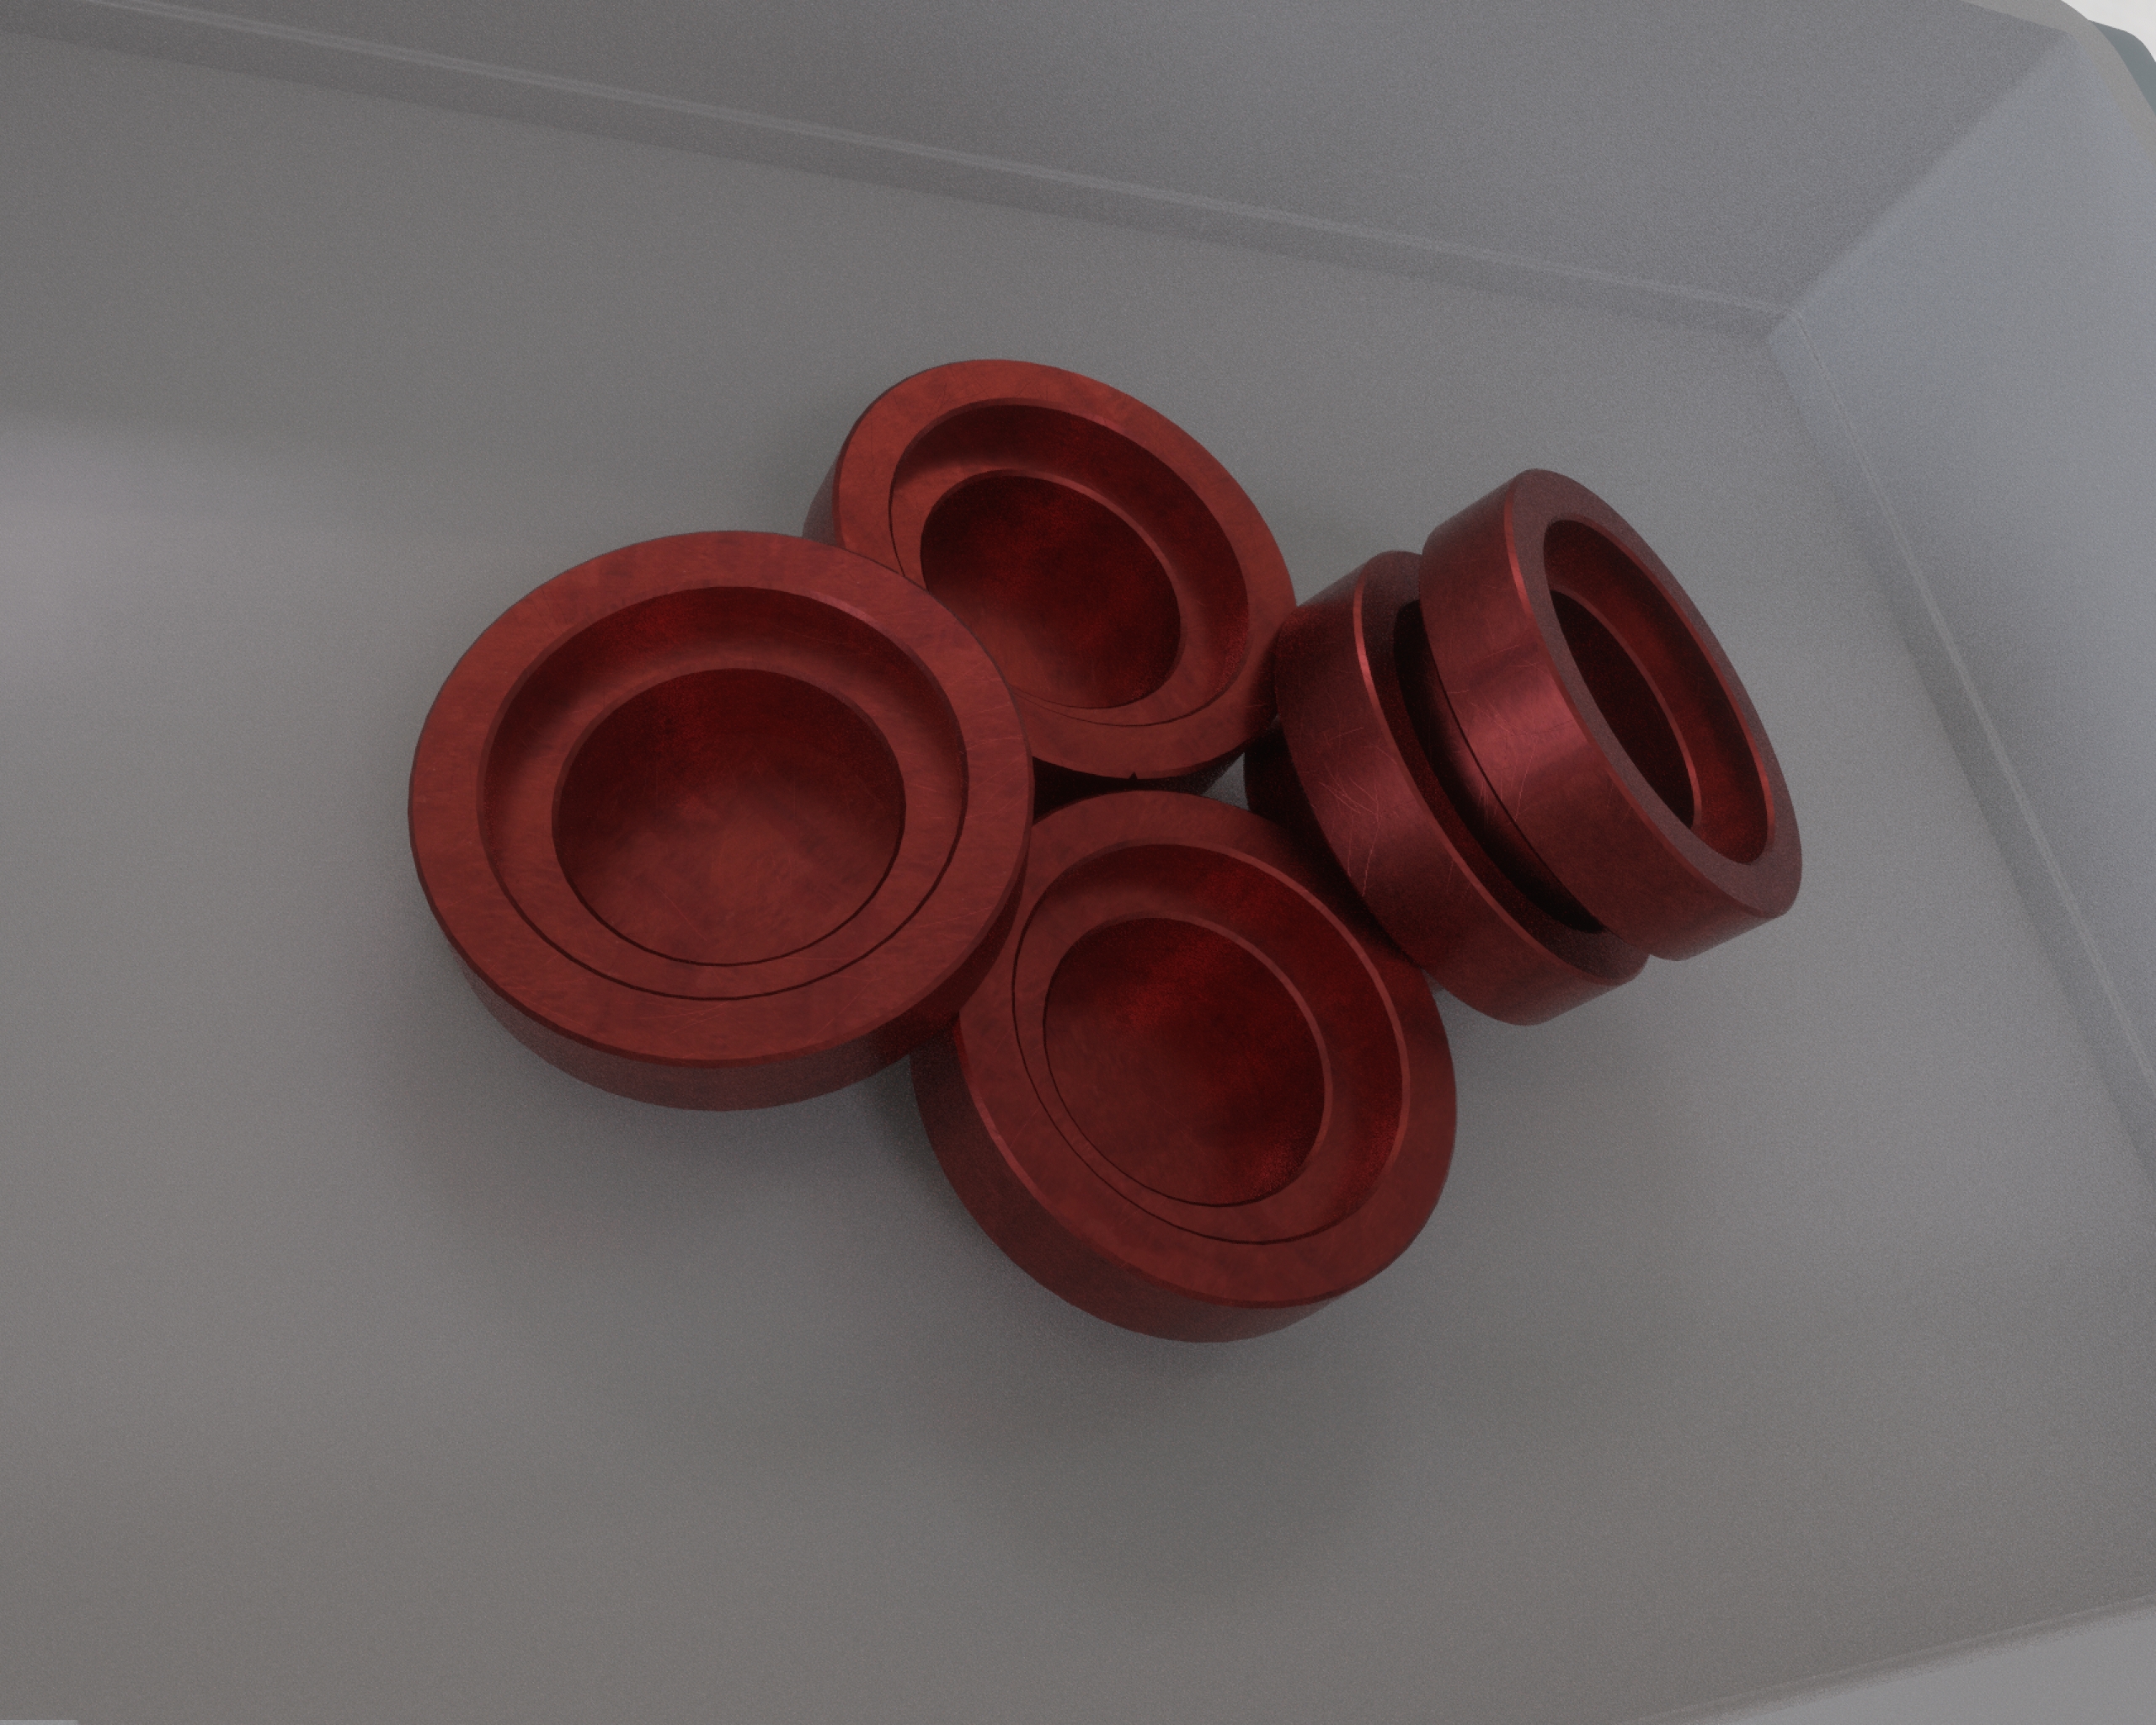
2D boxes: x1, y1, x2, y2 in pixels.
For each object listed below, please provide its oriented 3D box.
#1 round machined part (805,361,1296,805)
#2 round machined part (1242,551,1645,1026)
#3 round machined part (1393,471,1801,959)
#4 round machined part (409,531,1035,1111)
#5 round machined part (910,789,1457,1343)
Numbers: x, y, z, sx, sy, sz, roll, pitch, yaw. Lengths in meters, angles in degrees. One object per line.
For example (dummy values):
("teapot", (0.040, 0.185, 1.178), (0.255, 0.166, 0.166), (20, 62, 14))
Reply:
("round machined part", (-0.009, -0.049, 0.417), (0.099, 0.042, 0.098), (14, 56, -21))
("round machined part", (0.071, -0.011, 0.424), (0.098, 0.042, 0.098), (33, 40, -33))
("round machined part", (0.096, -0.025, 0.410), (0.098, 0.042, 0.098), (33, 41, -34))
("round machined part", (-0.058, -0.004, 0.351), (0.099, 0.042, 0.098), (2, 63, -4))
("round machined part", (0.015, 0.039, 0.376), (0.099, 0.042, 0.098), (14, 56, -21))
